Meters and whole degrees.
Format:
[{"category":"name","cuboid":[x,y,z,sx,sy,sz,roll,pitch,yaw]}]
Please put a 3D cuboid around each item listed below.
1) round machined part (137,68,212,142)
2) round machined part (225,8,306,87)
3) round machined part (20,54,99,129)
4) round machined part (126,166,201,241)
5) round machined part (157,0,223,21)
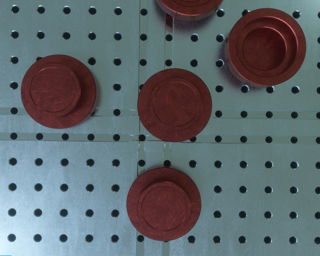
[{"category":"round machined part","cuboid":[0.020,-0.030,0.405,0.099,0.042,0.097,0,90,-1]},{"category":"round machined part","cuboid":[0.134,-0.101,0.407,0.099,0.042,0.097,0,90,-1]},{"category":"round machined part","cuboid":[-0.133,-0.048,0.403,0.099,0.042,0.097,0,90,-1]},{"category":"round machined part","cuboid":[0.005,0.100,0.405,0.099,0.042,0.097,0,90,-1]},{"category":"round machined part","cuboid":[0.039,-0.188,0.405,0.099,0.042,0.097,0,90,-1]}]
